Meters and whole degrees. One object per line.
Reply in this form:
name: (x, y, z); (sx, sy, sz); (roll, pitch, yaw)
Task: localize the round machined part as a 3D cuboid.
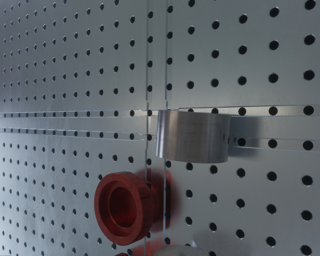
round machined part: (-0.045, 0.110, 0.435); (0.098, 0.042, 0.097); (0, 90, 40)

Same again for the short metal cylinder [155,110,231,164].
short metal cylinder: (0.036, 0.007, 0.343); (0.080, 0.081, 0.050); (7, 95, 40)

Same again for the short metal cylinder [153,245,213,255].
short metal cylinder: (0.028, 0.176, 0.351); (0.080, 0.081, 0.050); (15, 100, 39)

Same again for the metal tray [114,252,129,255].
metal tray: (-0.041, 0.226, 0.400); (0.130, 0.091, 0.030); (29, 108, 36)
